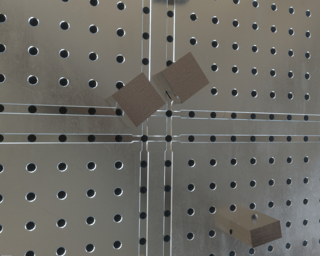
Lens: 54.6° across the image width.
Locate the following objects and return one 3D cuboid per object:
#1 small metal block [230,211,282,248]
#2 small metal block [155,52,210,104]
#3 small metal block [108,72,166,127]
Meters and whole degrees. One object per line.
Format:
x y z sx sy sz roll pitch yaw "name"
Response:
0.138 0.146 0.450 0.050 0.050 0.025 -10 94 -20 "small metal block"
0.031 -0.068 0.424 0.050 0.025 0.050 -37 102 -16 "small metal block"
-0.030 -0.036 0.401 0.050 0.025 0.050 -40 103 -16 "small metal block"
